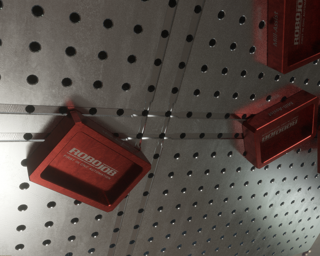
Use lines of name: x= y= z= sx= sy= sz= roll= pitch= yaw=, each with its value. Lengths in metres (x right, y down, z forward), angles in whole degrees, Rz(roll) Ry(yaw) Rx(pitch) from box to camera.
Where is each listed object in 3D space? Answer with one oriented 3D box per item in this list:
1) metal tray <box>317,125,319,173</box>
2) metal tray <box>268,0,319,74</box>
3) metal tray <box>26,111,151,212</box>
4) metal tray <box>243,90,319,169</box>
metal tray: x=0.336 y=0.022 z=0.590 sx=0.090 sy=0.030 sz=0.129 roll=-44 pitch=133 yaw=-24
metal tray: x=0.194 y=-0.149 z=0.423 sx=0.091 sy=0.030 sz=0.129 roll=-25 pitch=128 yaw=-14
metal tray: x=-0.085 y=0.047 z=0.391 sx=0.090 sy=0.030 sz=0.130 roll=-48 pitch=129 yaw=5
metal tray: x=0.206 y=0.003 z=0.524 sx=0.131 sy=0.030 sz=0.090 roll=-27 pitch=128 yaw=-12
